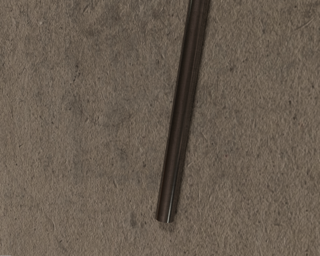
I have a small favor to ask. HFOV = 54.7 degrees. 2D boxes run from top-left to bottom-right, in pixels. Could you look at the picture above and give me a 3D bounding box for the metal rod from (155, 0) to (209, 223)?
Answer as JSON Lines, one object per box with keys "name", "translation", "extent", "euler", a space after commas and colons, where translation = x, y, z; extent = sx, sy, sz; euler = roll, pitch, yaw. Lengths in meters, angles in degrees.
{"name": "metal rod", "translation": [0.029, -0.028, 0.398], "extent": [0.025, 0.025, 0.298], "euler": [10, 93, 19]}
